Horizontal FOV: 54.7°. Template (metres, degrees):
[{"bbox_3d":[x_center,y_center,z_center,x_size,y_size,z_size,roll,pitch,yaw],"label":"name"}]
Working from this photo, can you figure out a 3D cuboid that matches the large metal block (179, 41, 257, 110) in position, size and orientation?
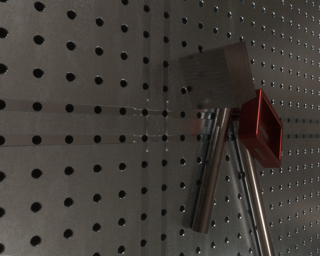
[{"bbox_3d":[0.082,-0.073,0.445,0.050,0.080,0.080,-26,107,-37],"label":"large metal block"}]

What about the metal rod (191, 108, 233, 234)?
[{"bbox_3d":[0.094,0.012,0.490,0.025,0.025,0.299,23,76,-38],"label":"metal rod"}]

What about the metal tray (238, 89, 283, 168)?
[{"bbox_3d":[0.177,0.004,0.531,0.130,0.030,0.090,40,54,-44],"label":"metal tray"}]

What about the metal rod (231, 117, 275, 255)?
[{"bbox_3d":[0.172,0.125,0.556,0.025,0.025,0.298,-25,106,-37],"label":"metal rod"}]
